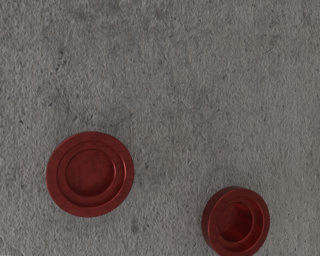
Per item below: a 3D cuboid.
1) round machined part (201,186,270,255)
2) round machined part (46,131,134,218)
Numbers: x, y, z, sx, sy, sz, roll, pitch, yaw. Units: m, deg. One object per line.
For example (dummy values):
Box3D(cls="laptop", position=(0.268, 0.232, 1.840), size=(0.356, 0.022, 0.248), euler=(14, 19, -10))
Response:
Box3D(cls="round machined part", position=(0.102, 0.131, 0.438), size=(0.099, 0.042, 0.097), euler=(0, 90, -20))
Box3D(cls="round machined part", position=(-0.084, 0.052, 0.369), size=(0.099, 0.042, 0.097), euler=(0, 90, -20))
